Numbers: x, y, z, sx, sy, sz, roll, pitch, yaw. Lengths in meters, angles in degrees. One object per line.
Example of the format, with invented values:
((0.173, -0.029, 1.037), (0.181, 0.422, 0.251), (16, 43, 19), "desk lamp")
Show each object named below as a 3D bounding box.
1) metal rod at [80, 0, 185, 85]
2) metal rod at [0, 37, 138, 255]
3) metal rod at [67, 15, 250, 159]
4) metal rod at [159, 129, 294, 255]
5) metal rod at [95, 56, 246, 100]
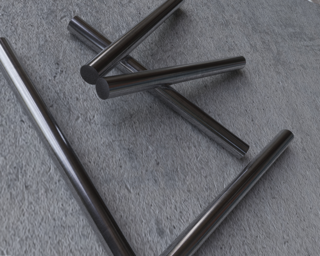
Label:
((-0.023, -0.148, 0.457), (0.025, 0.025, 0.301), (37, 44, -4), "metal rod")
((-0.106, 0.025, 0.331), (0.025, 0.025, 0.299), (-25, 76, -37), "metal rod")
((0.000, -0.055, 0.437), (0.301, 0.025, 0.025), (37, 51, -4), "metal rod")
((0.107, 0.078, 0.413), (0.302, 0.025, 0.025), (-33, 80, -38), "metal rod")
((0.039, -0.080, 0.447), (0.302, 0.025, 0.025), (-20, 72, -44), "metal rod")
